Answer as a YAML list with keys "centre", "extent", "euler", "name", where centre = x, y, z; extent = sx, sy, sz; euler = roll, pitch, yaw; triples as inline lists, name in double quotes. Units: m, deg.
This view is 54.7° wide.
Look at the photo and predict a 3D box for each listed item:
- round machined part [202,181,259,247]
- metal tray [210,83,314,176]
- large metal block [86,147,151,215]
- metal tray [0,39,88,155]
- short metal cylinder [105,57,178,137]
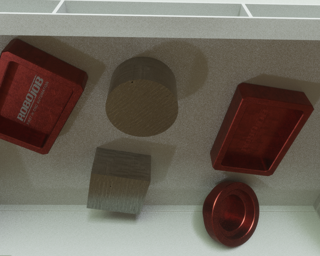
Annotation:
- centre: [0.107, 0.132, 0.489]
  extent: [0.098, 0.098, 0.042]
  euler: [33, 162, -25]
  name: "round machined part"
- centre: [0.129, 0.007, 0.413]
  extent: [0.091, 0.030, 0.129]
  euler: [8, 130, -7]
  name: "metal tray"
- centre: [-0.061, 0.080, 0.460]
  extent: [0.081, 0.050, 0.079]
  euler: [10, 130, -9]
  name: "large metal block"
- centre: [-0.156, -0.031, 0.376]
  extent: [0.090, 0.030, 0.129]
  euler: [25, 126, -21]
  name: "metal tray"
- centre: [-0.020, -0.036, 0.362]
  extent: [0.081, 0.050, 0.079]
  euler: [0, 130, 0]
  name: "short metal cylinder"
